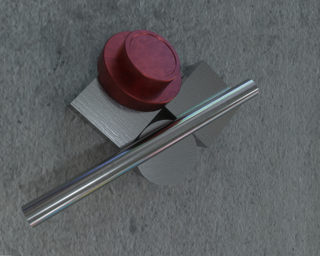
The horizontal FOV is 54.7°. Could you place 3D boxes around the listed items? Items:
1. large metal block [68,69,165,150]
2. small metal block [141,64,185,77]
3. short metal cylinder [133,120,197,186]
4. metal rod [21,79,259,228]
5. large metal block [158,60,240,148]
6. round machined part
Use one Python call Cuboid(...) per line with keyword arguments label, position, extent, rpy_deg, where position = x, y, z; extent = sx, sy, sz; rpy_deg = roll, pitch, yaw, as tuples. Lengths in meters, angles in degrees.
Cuboid(label="large metal block", position=(-0.052, -0.029, 0.377), extent=(0.080, 0.050, 0.080), rpy_deg=(44, 76, -15))
Cuboid(label="small metal block", position=(-0.005, -0.069, 0.408), extent=(0.050, 0.025, 0.050), rpy_deg=(45, 76, -15))
Cuboid(label="short metal cylinder", position=(0.000, 0.030, 0.397), extent=(0.081, 0.050, 0.079), rpy_deg=(0, 90, -21))
Cuboid(label="metal rod", position=(-0.007, 0.018, 0.355), extent=(0.302, 0.025, 0.025), rpy_deg=(-29, 100, -18))
Cuboid(label="large metal block", position=(0.050, -0.031, 0.417), extent=(0.080, 0.050, 0.080), rpy_deg=(43, 76, -15))
Cuboid(label="round machined part", position=(-0.016, -0.070, 0.349), extent=(0.099, 0.042, 0.098), rpy_deg=(15, 57, -25))
